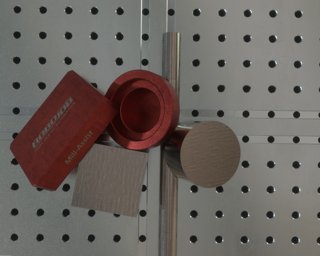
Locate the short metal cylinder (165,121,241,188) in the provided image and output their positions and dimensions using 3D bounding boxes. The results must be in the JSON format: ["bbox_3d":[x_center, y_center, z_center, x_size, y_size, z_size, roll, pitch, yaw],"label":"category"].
[{"bbox_3d":[0.052,0.031,0.388,0.081,0.050,0.079,0,90,-20],"label":"short metal cylinder"}]

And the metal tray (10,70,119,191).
[{"bbox_3d":[-0.121,0.001,0.385,0.130,0.030,0.090,-52,52,0],"label":"metal tray"}]

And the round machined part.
[{"bbox_3d":[-0.020,-0.022,0.392,0.098,0.042,0.097,0,89,25],"label":"round machined part"}]

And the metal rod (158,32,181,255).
[{"bbox_3d":[0.013,0.024,0.414,0.025,0.025,0.298,1,90,0],"label":"metal rod"}]

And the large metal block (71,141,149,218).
[{"bbox_3d":[-0.061,0.062,0.400,0.080,0.050,0.080,10,90,0],"label":"large metal block"}]
